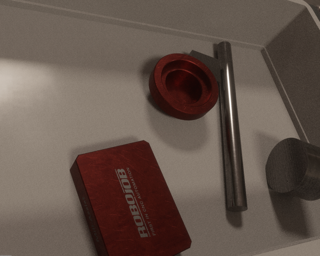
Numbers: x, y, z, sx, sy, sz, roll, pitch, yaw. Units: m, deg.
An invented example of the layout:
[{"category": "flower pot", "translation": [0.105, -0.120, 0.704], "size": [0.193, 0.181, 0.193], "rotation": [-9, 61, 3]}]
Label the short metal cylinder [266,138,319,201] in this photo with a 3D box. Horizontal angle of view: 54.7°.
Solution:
[{"category": "short metal cylinder", "translation": [0.200, 0.059, 0.445], "size": [0.050, 0.080, 0.080], "rotation": [18, 55, -18]}]

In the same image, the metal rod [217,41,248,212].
[{"category": "metal rod", "translation": [0.108, -0.022, 0.478], "size": [0.025, 0.025, 0.300], "rotation": [17, 55, -19]}]

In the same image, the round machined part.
[{"category": "round machined part", "translation": [0.030, -0.054, 0.441], "size": [0.099, 0.042, 0.098], "rotation": [10, 62, -19]}]

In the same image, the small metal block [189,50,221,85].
[{"category": "small metal block", "translation": [0.069, -0.093, 0.501], "size": [0.050, 0.025, 0.050], "rotation": [14, 56, -21]}]

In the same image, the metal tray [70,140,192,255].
[{"category": "metal tray", "translation": [-0.033, 0.084, 0.335], "size": [0.091, 0.030, 0.130], "rotation": [-12, 68, -33]}]
